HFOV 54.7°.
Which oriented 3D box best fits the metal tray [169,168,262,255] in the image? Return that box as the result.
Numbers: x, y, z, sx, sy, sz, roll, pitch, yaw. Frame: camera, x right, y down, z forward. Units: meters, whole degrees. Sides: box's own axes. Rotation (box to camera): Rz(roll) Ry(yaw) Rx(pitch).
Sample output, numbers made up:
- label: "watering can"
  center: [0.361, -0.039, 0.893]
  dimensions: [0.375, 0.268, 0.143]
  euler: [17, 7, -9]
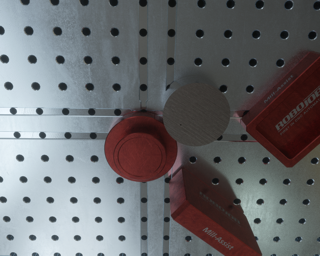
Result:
- label: "metal tray"
  center: [0.072, 0.121, 0.423]
  dimensions: [0.130, 0.090, 0.030]
  euler: [38, 106, -13]

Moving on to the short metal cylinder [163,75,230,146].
- label: "short metal cylinder"
  center: [0.044, -0.023, 0.392]
  dimensions: [0.081, 0.050, 0.079]
  euler: [0, 110, 0]

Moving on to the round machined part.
- label: "round machined part"
  center: [-0.025, 0.030, 0.415]
  dimensions: [0.099, 0.042, 0.097]
  euler: [0, 110, 0]

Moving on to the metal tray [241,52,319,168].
- label: "metal tray"
  center: [0.184, -0.021, 0.404]
  dimensions: [0.090, 0.030, 0.130]
  euler: [40, 105, -14]
